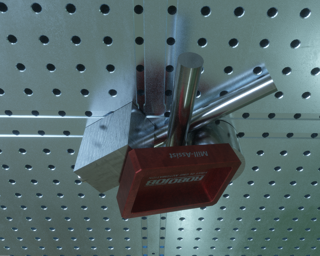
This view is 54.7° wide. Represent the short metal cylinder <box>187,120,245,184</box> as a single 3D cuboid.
[{"bbox_3d":[0.071,0.035,0.425,0.081,0.050,0.079,0,130,0],"label":"short metal cylinder"}]

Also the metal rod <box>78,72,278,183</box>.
[{"bbox_3d":[0.009,0.008,0.419,0.300,0.025,0.025,-27,126,20],"label":"metal rod"}]

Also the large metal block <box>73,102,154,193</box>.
[{"bbox_3d":[-0.055,0.025,0.395,0.080,0.080,0.050,-27,125,21],"label":"large metal block"}]

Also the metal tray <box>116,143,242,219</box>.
[{"bbox_3d":[0.021,0.062,0.369,0.131,0.030,0.089,-2,133,-24],"label":"metal tray"}]

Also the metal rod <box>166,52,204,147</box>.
[{"bbox_3d":[0.019,0.031,0.409,0.025,0.025,0.298,3,140,-3],"label":"metal rod"}]
